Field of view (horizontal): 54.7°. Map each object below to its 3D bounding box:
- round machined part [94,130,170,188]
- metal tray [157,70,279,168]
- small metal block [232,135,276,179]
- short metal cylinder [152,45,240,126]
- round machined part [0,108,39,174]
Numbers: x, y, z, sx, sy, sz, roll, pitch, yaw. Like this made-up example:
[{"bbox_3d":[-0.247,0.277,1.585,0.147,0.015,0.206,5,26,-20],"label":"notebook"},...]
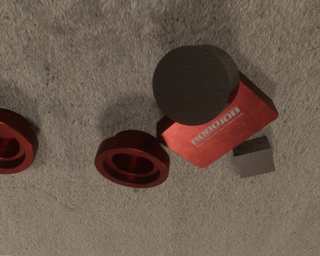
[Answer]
[{"bbox_3d":[-0.035,0.039,0.420,0.099,0.042,0.097,6,141,5],"label":"round machined part"},{"bbox_3d":[0.070,-0.010,0.397,0.090,0.030,0.130,34,122,-26],"label":"metal tray"},{"bbox_3d":[0.135,0.043,0.446,0.050,0.025,0.050,-16,129,12],"label":"small metal block"},{"bbox_3d":[0.039,-0.047,0.328,0.080,0.050,0.079,7,108,23],"label":"short metal cylinder"},{"bbox_3d":[-0.209,0.013,0.404,0.099,0.042,0.097,-1,130,0],"label":"round machined part"}]
